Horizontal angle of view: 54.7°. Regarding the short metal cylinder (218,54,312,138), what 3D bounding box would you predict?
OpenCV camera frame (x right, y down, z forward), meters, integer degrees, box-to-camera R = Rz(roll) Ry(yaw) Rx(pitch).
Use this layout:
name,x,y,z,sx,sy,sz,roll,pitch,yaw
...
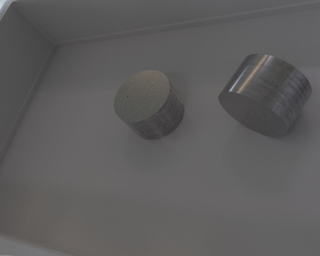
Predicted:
name,x,y,z,sx,sy,sz,roll,pitch,yaw
short metal cylinder,0.111,-0.033,0.333,0.080,0.080,0.050,28,77,37

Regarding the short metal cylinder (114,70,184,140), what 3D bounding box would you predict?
name,x,y,z,sx,sy,sz,roll,pitch,yaw
short metal cylinder,-0.014,-0.030,0.416,0.080,0.050,0.080,-13,56,21
